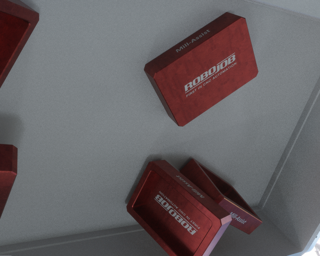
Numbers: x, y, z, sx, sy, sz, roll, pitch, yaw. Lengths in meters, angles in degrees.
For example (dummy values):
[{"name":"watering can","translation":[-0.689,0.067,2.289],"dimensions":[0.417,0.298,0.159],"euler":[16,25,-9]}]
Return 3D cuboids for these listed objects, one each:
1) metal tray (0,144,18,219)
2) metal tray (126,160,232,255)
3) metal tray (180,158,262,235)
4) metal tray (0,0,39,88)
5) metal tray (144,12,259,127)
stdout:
[{"name":"metal tray","translation":[-0.199,0.061,0.301],"dimensions":[0.091,0.030,0.129],"euler":[7,140,-32]},{"name":"metal tray","translation":[0.020,0.115,0.421],"dimensions":[0.030,0.130,0.089],"euler":[2,119,-53]},{"name":"metal tray","translation":[0.096,0.107,0.483],"dimensions":[0.030,0.090,0.130],"euler":[-47,129,9]},{"name":"metal tray","translation":[-0.160,-0.051,0.247],"dimensions":[0.030,0.090,0.130],"euler":[35,101,0]},{"name":"metal tray","translation":[0.056,-0.072,0.391],"dimensions":[0.130,0.030,0.090],"euler":[-34,129,-6]}]
